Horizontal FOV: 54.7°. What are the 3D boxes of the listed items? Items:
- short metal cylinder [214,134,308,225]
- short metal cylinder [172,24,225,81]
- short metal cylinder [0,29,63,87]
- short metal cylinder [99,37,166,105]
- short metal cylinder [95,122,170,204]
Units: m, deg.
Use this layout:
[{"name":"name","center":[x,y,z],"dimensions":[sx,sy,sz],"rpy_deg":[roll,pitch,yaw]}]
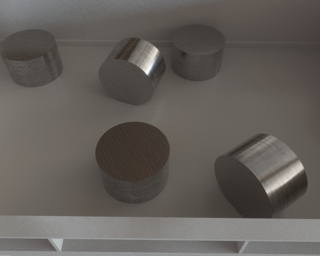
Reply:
[{"name":"short metal cylinder","center":[0.103,0.053,0.326],"dimensions":[0.050,0.080,0.080],"rpy_deg":[-28,56,-21]},{"name":"short metal cylinder","center":[0.059,-0.119,0.489],"dimensions":[0.080,0.050,0.080],"rpy_deg":[0,50,0]},{"name":"short metal cylinder","center":[-0.197,-0.108,0.479],"dimensions":[0.080,0.050,0.080],"rpy_deg":[0,50,0]},{"name":"short metal cylinder","center":[-0.038,-0.078,0.435],"dimensions":[0.080,0.080,0.050],"rpy_deg":[15,52,12]},{"name":"short metal cylinder","center":[-0.030,0.039,0.356],"dimensions":[0.080,0.050,0.080],"rpy_deg":[0,50,0]}]
